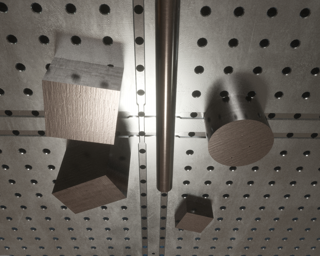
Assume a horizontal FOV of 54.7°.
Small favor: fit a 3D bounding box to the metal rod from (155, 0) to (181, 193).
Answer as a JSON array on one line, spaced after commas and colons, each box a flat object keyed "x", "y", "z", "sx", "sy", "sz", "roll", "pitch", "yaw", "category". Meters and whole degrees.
[{"x": 0.007, "y": -0.021, "z": 0.393, "sx": 0.025, "sy": 0.025, "sz": 0.298, "roll": 0, "pitch": 130, "yaw": 0, "category": "metal rod"}]

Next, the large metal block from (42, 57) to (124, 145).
[{"x": -0.089, "y": -0.031, "z": 0.368, "sx": 0.081, "sy": 0.050, "sz": 0.079, "roll": 8, "pitch": 130, "yaw": -7, "category": "large metal block"}]

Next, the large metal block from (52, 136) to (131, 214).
[{"x": -0.090, "y": 0.061, "z": 0.426, "sx": 0.080, "sy": 0.080, "sz": 0.050, "roll": -21, "pitch": 127, "yaw": 16, "category": "large metal block"}]

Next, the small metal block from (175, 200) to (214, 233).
[{"x": 0.059, "y": 0.157, "z": 0.547, "sx": 0.050, "sy": 0.025, "sz": 0.050, "roll": 16, "pitch": 128, "yaw": -14, "category": "small metal block"}]

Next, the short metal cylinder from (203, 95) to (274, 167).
[{"x": 0.099, "y": 0.004, "z": 0.401, "sx": 0.081, "sy": 0.050, "sz": 0.079, "roll": 0, "pitch": 130, "yaw": 0, "category": "short metal cylinder"}]
